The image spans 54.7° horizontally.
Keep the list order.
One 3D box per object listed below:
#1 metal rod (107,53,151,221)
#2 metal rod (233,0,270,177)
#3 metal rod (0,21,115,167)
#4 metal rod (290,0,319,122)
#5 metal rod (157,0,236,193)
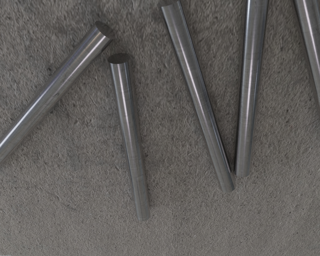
[{"bbox_3d":[-0.037,0.037,0.437,0.025,0.025,0.298,-3,130,2],"label":"metal rod"},{"bbox_3d":[0.105,-0.049,0.366,0.025,0.025,0.298,-5,130,4],"label":"metal rod"},{"bbox_3d":[-0.159,-0.018,0.390,0.025,0.025,0.299,36,122,-26],"label":"metal rod"},{"bbox_3d":[0.169,-0.084,0.336,0.025,0.025,0.300,-22,127,17],"label":"metal rod"},{"bbox_3d":[0.058,-0.016,0.393,0.025,0.025,0.299,-15,129,12],"label":"metal rod"}]
